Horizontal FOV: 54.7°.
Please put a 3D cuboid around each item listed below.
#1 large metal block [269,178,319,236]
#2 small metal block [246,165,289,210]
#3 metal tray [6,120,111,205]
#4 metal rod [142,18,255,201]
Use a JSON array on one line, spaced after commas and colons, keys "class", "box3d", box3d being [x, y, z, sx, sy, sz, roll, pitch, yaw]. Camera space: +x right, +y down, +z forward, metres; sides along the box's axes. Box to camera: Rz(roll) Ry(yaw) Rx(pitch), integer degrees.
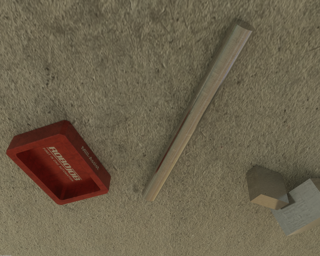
[{"class": "large metal block", "box3d": [0.231, 0.121, 0.478, 0.081, 0.050, 0.080, 8, 135, -42]}, {"class": "small metal block", "box3d": [0.161, 0.090, 0.469, 0.050, 0.050, 0.025, 20, 135, -16]}, {"class": "metal tray", "box3d": [-0.141, 0.055, 0.448, 0.090, 0.030, 0.130, -17, 129, 13]}, {"class": "metal rod", "box3d": [0.035, 0.001, 0.408, 0.025, 0.025, 0.298, 15, 128, -13]}]
